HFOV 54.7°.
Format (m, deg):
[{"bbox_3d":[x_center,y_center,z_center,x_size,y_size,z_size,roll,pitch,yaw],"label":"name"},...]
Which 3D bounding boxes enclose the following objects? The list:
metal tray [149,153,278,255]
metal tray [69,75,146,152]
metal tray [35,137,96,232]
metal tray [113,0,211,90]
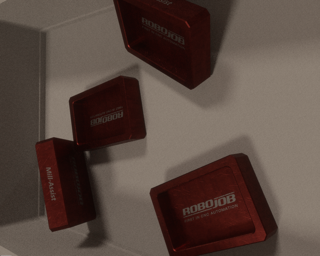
[{"bbox_3d":[0.054,0.093,0.357,0.130,0.030,0.090,-30,71,35],"label":"metal tray"},{"bbox_3d":[-0.084,-0.017,0.470,0.130,0.030,0.090,-14,81,38],"label":"metal tray"},{"bbox_3d":[-0.142,0.084,0.476,0.030,0.090,0.129,-17,78,10],"label":"metal tray"},{"bbox_3d":[0.001,-0.112,0.367,0.130,0.030,0.090,37,154,33],"label":"metal tray"}]
